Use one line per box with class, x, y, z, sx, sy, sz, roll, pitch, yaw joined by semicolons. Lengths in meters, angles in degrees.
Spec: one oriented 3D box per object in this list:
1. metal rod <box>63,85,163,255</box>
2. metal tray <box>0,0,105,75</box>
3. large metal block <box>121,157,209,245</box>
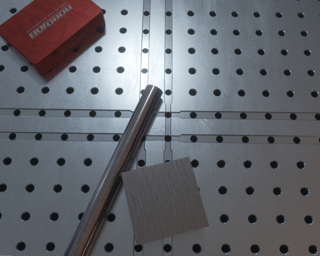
metal rod;-0.066;0.076;0.383;0.025;0.025;0.300;22;71;7
metal tray;-0.160;-0.152;0.463;0.090;0.030;0.130;41;75;13
large metal block;0.004;0.087;0.367;0.081;0.050;0.080;-13;71;-5
